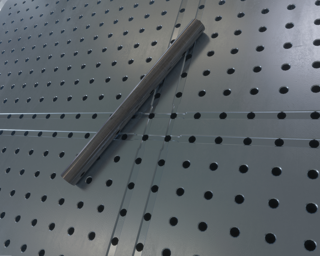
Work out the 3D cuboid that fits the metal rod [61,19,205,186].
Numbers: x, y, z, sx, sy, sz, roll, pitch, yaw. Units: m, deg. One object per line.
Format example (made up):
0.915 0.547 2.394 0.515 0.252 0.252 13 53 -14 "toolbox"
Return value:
-0.035 -0.043 0.453 0.025 0.025 0.300 33 80 38 "metal rod"
